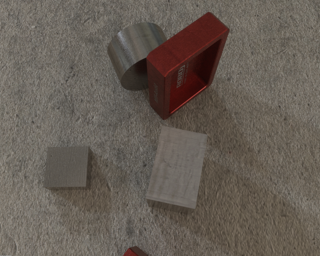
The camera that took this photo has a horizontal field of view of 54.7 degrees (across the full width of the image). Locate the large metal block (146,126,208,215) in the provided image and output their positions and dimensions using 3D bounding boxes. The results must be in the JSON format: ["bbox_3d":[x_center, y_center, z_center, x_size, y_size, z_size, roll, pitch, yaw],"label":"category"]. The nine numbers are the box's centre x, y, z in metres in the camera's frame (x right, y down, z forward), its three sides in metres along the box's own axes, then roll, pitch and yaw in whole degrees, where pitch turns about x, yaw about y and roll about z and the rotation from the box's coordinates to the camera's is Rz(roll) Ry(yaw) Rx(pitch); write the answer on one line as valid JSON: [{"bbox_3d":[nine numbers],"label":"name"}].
[{"bbox_3d":[0.019,0.052,0.360,0.050,0.080,0.080,11,71,4],"label":"large metal block"}]

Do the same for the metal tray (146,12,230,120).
[{"bbox_3d":[0.030,-0.068,0.378,0.090,0.130,0.030,-38,75,-12],"label":"metal tray"}]

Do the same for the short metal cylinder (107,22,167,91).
[{"bbox_3d":[-0.023,-0.093,0.413,0.080,0.080,0.050,-22,72,-8],"label":"short metal cylinder"}]

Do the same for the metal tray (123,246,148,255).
[{"bbox_3d":[0.013,0.174,0.310,0.130,0.090,0.030,36,74,12],"label":"metal tray"}]

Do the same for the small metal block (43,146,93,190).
[{"bbox_3d":[-0.114,0.051,0.389,0.050,0.025,0.050,-1,70,-1],"label":"small metal block"}]
